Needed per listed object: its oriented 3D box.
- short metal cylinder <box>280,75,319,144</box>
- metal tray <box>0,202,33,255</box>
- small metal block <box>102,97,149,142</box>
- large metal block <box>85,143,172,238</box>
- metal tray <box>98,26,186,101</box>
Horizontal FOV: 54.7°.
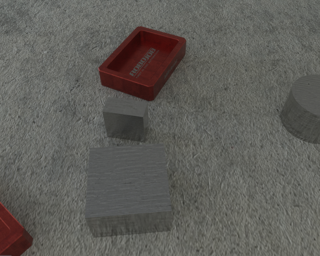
[{"bbox_3d":[0.208,-0.026,0.410,0.081,0.050,0.080,0,50,0],"label":"short metal cylinder"},{"bbox_3d":[-0.207,0.101,0.313,0.130,0.030,0.090,34,57,25],"label":"metal tray"},{"bbox_3d":[-0.042,-0.010,0.395,0.050,0.050,0.025,8,51,7],"label":"small metal block"},{"bbox_3d":[-0.033,0.066,0.332,0.081,0.050,0.080,-4,50,-3],"label":"large metal block"},{"bbox_3d":[-0.024,-0.106,0.488,0.090,0.030,0.130,20,53,16],"label":"metal tray"}]
